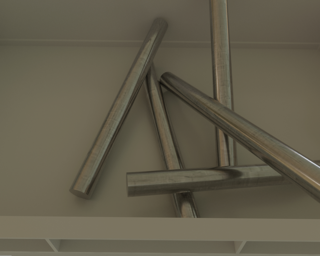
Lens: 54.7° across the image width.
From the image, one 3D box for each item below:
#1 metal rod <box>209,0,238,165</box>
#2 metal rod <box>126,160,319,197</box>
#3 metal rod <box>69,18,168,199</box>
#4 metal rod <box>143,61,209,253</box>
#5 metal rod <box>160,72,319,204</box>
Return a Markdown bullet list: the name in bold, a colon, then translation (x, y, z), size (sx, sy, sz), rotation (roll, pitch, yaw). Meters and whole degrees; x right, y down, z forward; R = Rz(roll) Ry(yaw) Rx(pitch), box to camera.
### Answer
- **metal rod**: translation (0.080, -0.095, 0.406), size (0.025, 0.025, 0.299), rotation (0, 75, 0)
- **metal rod**: translation (0.115, 0.052, 0.342), size (0.302, 0.025, 0.025), rotation (-2, 50, -11)
- **metal rod**: translation (-0.044, -0.047, 0.421), size (0.025, 0.025, 0.300), rotation (14, 58, 11)
- **metal rod**: translation (0.006, 0.006, 0.399), size (0.025, 0.025, 0.300), rotation (-9, 51, -8)
- **metal rod**: translation (0.074, -0.008, 0.342), size (0.025, 0.025, 0.300), rotation (-21, 33, -17)
